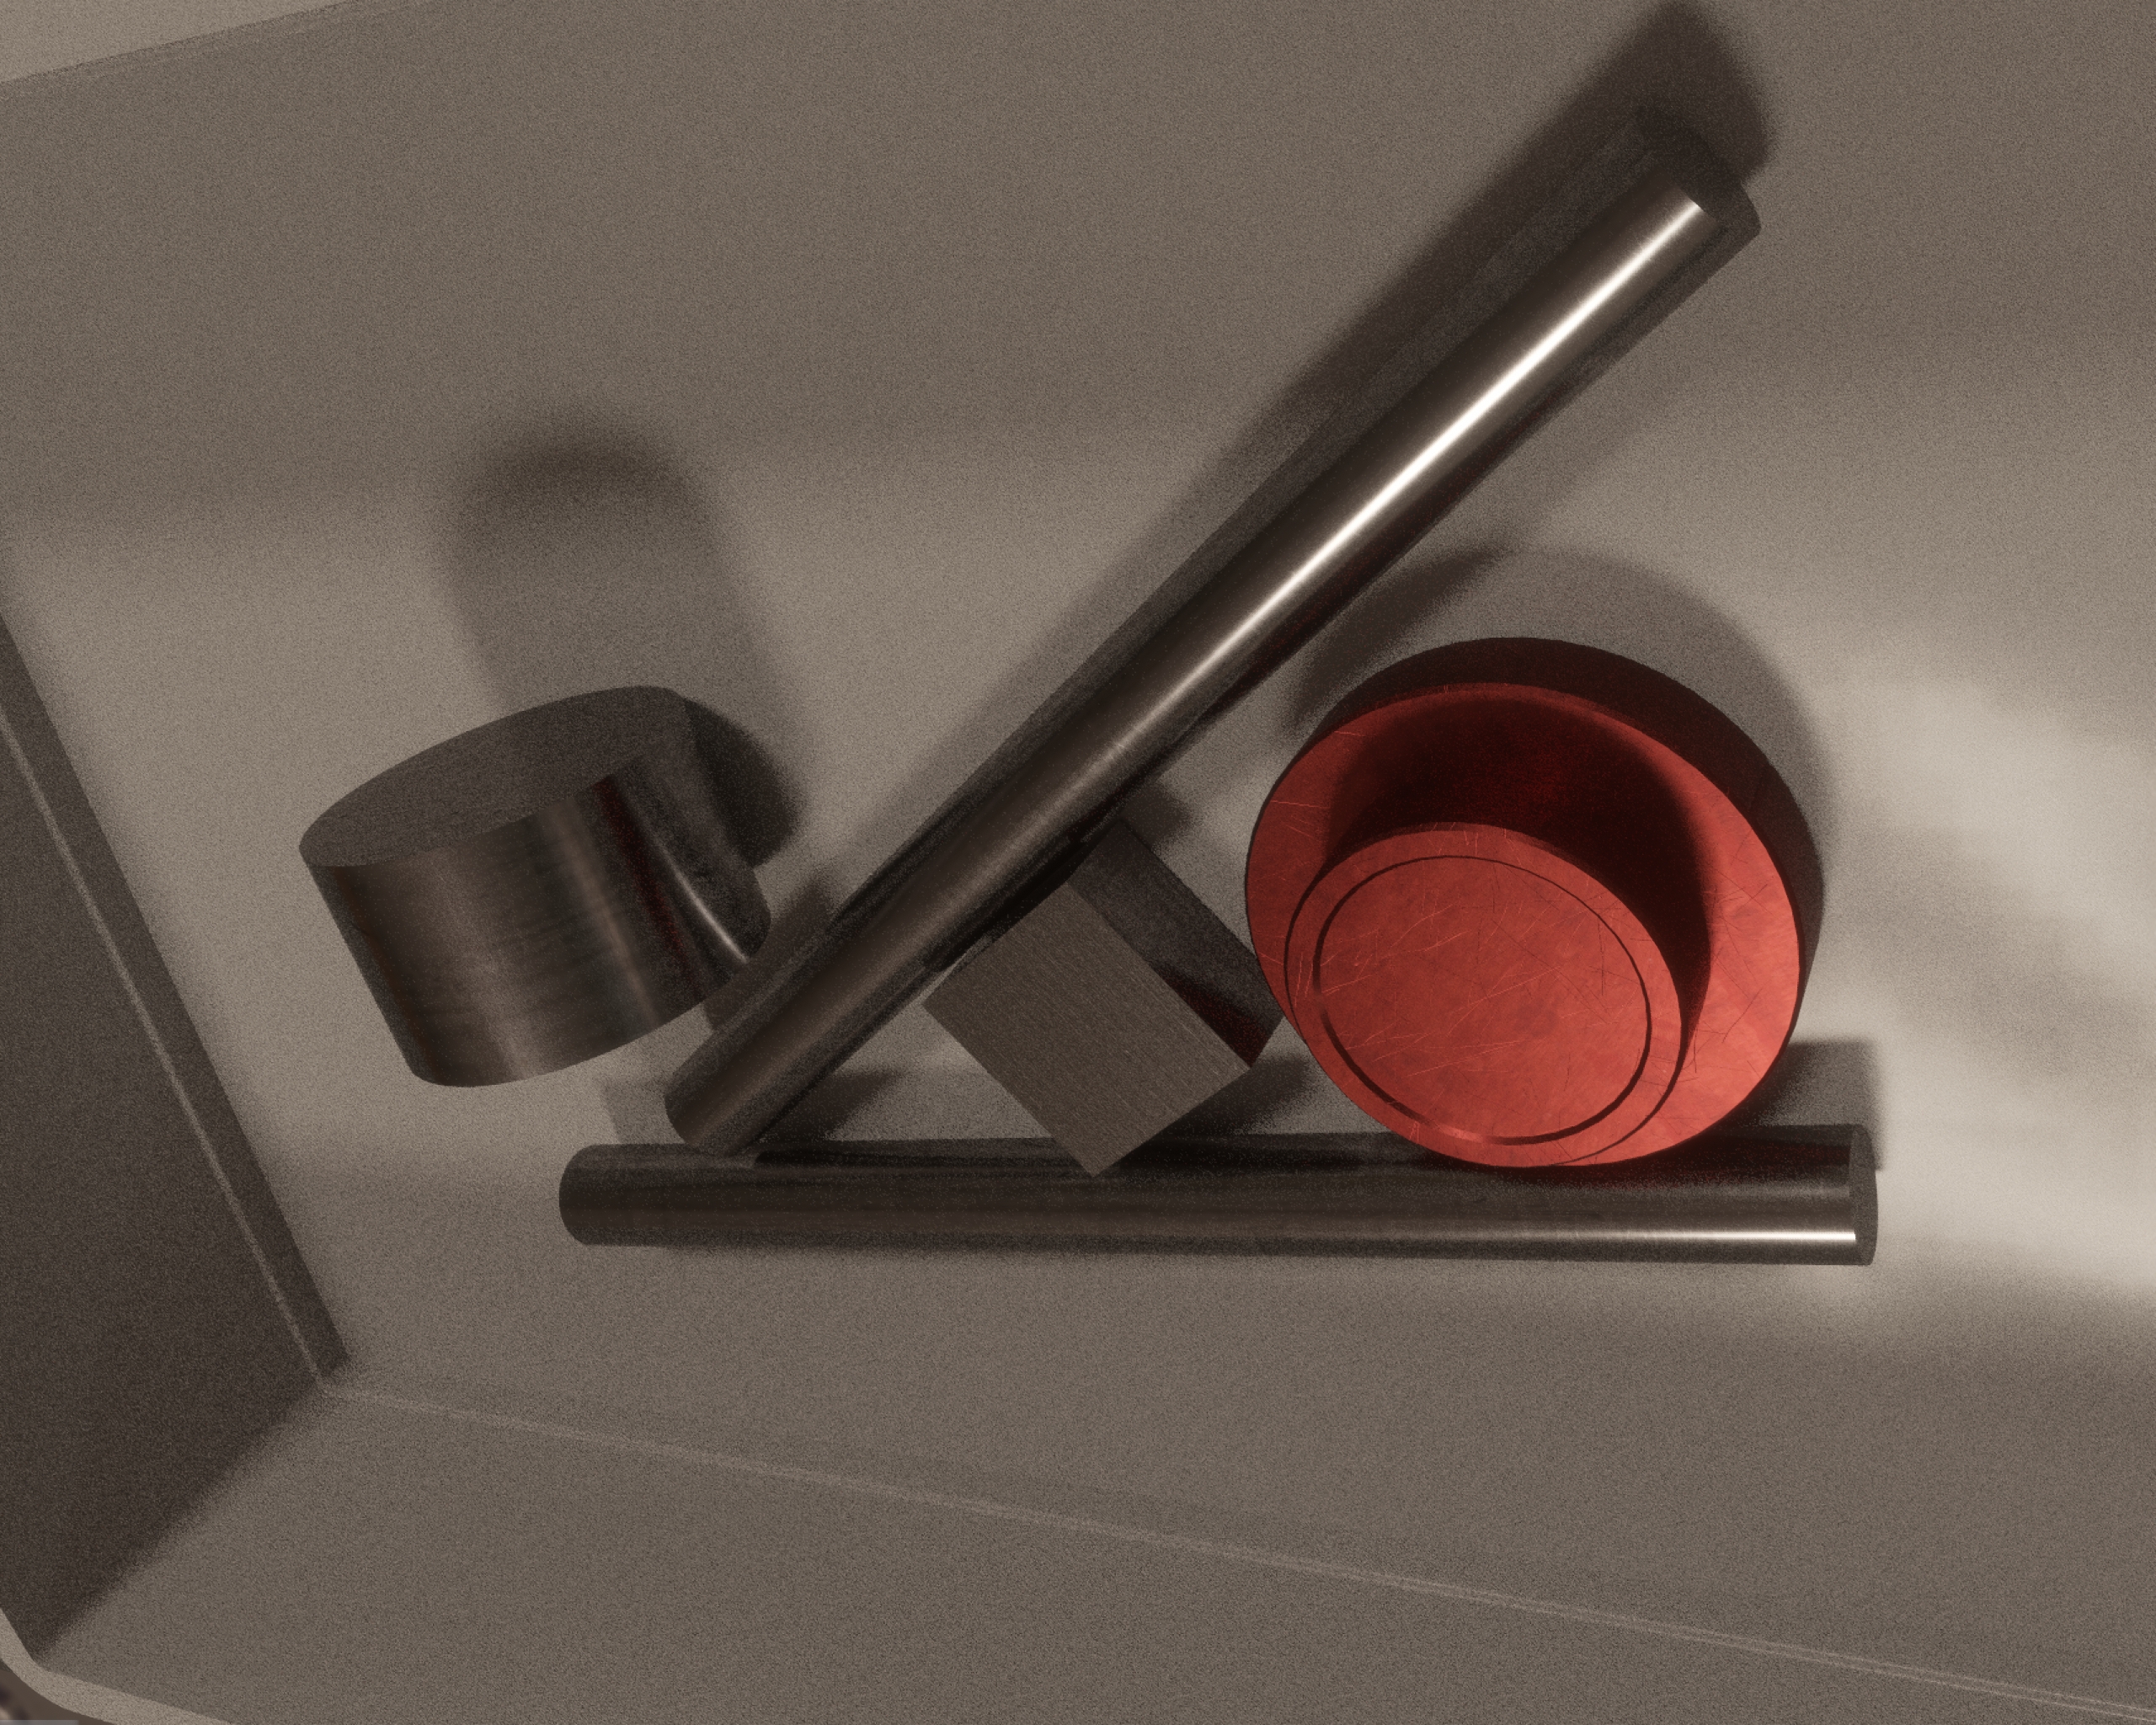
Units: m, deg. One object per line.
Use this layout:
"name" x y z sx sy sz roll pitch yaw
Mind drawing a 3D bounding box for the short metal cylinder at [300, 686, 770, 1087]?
"short metal cylinder" -0.110 0.003 0.430 0.080 0.080 0.050 -5 116 30

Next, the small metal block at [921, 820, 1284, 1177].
"small metal block" 0.006 0.028 0.419 0.050 0.025 0.050 46 129 -4

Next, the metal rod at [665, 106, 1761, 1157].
"metal rod" 0.002 -0.021 0.391 0.025 0.025 0.299 45 129 -4

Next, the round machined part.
"round machined part" 0.075 0.014 0.362 0.098 0.042 0.097 13 124 20

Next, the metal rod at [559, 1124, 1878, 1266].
"metal rod" 0.010 0.071 0.444 0.300 0.025 0.025 -5 116 30
